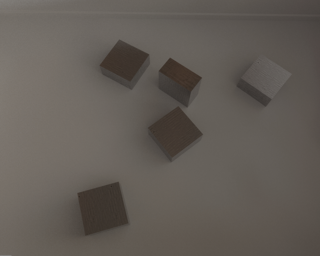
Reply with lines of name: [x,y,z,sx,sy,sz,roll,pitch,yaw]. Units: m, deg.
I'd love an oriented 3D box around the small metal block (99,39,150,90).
small metal block: [-0.049,-0.090,0.442,0.050,0.025,0.050,29,72,10]

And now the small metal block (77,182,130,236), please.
small metal block: [-0.067,0.098,0.373,0.050,0.025,0.050,-15,71,-6]

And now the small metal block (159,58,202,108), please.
small metal block: [0.026,-0.060,0.418,0.050,0.050,0.025,35,74,11]

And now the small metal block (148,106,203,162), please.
small metal block: [0.020,0.008,0.407,0.050,0.025,0.050,-36,74,-12]

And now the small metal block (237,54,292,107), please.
small metal block: [0.146,-0.067,0.435,0.050,0.025,0.050,38,74,12]
